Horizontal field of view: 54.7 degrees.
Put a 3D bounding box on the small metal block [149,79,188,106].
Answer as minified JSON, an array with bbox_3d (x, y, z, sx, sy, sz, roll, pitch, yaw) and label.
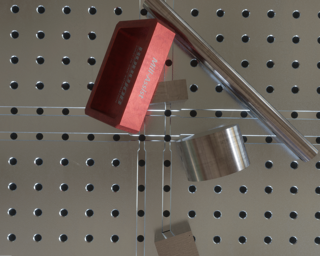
[{"bbox_3d":[0.008,-0.045,0.401,0.050,0.050,0.025,-7,90,-1],"label":"small metal block"}]

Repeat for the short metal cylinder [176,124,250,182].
[{"bbox_3d":[0.066,0.030,0.387,0.080,0.080,0.050,-17,90,0],"label":"short metal cylinder"}]

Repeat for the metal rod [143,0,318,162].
[{"bbox_3d":[0.094,-0.067,0.414,0.300,0.025,0.025,44,90,-1],"label":"metal rod"}]

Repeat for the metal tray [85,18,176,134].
[{"bbox_3d":[-0.040,-0.066,0.381,0.030,0.090,0.129,21,90,-40],"label":"metal tray"}]

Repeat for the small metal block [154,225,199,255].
[{"bbox_3d":[0.024,0.164,0.414,0.050,0.025,0.050,-17,90,-1],"label":"small metal block"}]
